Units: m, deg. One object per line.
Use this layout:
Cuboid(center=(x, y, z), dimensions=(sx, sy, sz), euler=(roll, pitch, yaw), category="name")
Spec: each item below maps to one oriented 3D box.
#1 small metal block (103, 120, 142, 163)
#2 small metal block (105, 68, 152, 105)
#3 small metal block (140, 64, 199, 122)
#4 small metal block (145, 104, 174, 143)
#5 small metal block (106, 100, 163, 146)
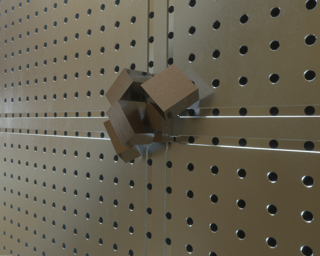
Cuboid(center=(-0.052, 0.016, 0.433), dimensions=(0.025, 0.050, 0.050), euler=(-26, 69, -2), category="small metal block")
Cuboid(center=(-0.038, -0.052, 0.426), dimensions=(0.050, 0.050, 0.025), euler=(-48, 61, 29), category="small metal block")
Cuboid(center=(0.013, -0.044, 0.382), dimensions=(0.050, 0.025, 0.050), euler=(-35, 61, -9), category="small metal block")
Cuboid(center=(-0.009, -0.007, 0.417), dimensions=(0.050, 0.025, 0.050), euler=(1, 90, 39), category="small metal block")
Cuboid(center=(-0.032, -0.006, 0.388), dimensions=(0.025, 0.050, 0.050), euler=(-43, 65, 31), category="small metal block")
